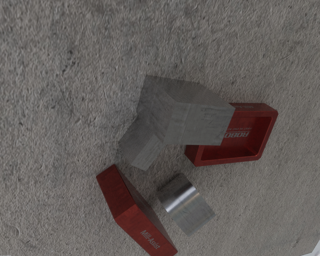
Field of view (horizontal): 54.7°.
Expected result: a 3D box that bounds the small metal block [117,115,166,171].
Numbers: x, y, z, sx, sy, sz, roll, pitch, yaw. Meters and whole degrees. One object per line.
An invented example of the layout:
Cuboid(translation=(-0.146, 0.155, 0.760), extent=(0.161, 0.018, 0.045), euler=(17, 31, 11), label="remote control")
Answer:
Cuboid(translation=(-0.022, 0.017, 0.389), extent=(0.025, 0.050, 0.050), euler=(30, 102, -38), label="small metal block")

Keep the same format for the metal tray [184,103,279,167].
Cuboid(translation=(0.108, 0.009, 0.468), extent=(0.131, 0.030, 0.089), euler=(-2, 119, -28), label="metal tray")

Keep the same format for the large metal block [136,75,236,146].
Cuboid(translation=(0.028, -0.022, 0.373), extent=(0.081, 0.080, 0.050), euler=(3, 117, -30), label="large metal block")

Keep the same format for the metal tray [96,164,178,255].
Cuboid(translation=(-0.030, 0.118, 0.421), extent=(0.030, 0.090, 0.130), euler=(-35, 129, -5), label="metal tray")

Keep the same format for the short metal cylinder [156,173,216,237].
Cuboid(translation=(0.039, 0.113, 0.463), extent=(0.050, 0.080, 0.080), euler=(-38, 129, -3), label="short metal cylinder")
